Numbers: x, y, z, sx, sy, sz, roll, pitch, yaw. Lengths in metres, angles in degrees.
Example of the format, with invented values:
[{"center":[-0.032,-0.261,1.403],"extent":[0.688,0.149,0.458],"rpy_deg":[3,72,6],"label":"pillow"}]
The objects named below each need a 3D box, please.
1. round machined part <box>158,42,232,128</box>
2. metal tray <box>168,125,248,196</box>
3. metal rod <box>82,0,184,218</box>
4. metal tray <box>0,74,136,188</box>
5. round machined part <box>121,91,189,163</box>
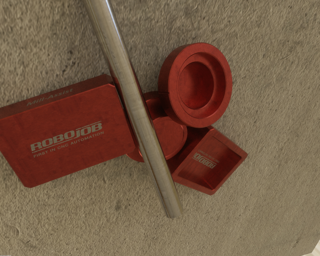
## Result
[{"center":[0.037,-0.051,0.373],"extent":[0.099,0.042,0.097],"rpy_deg":[-6,100,-34],"label":"round machined part"},{"center":[0.068,0.047,0.457],"extent":[0.090,0.030,0.130],"rpy_deg":[-51,139,8],"label":"metal tray"},{"center":[-0.026,-0.022,0.337],"extent":[0.025,0.025,0.298],"rpy_deg":[-25,114,-13],"label":"metal rod"},{"center":[-0.101,0.004,0.338],"extent":[0.131,0.030,0.090],"rpy_deg":[-20,124,-6],"label":"metal tray"},{"center":[-0.004,0.005,0.399],"extent":[0.099,0.042,0.097],"rpy_deg":[-14,124,-21],"label":"round machined part"}]
